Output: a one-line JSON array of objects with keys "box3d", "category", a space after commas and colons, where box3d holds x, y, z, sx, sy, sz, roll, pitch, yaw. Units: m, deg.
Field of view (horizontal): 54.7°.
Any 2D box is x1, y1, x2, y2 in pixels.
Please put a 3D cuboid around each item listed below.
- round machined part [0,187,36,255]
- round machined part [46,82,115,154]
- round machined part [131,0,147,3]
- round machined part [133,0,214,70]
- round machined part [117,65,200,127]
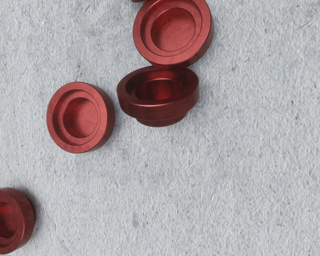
[{"box3d": [-0.235, 0.141, 0.483, 0.098, 0.042, 0.097, 0, 90, 20], "category": "round machined part"}, {"box3d": [-0.107, -0.014, 0.438, 0.098, 0.042, 0.097, 0, 90, 20], "category": "round machined part"}, {"box3d": [-0.016, -0.194, 0.387, 0.098, 0.042, 0.098, -20, 39, 17], "category": "round machined part"}, {"box3d": [0.019, -0.119, 0.389, 0.098, 0.042, 0.097, -3, 81, 18], "category": "round machined part"}, {"box3d": [-0.001, -0.037, 0.381, 0.098, 0.098, 0.042, 8, 130, 20], "category": "round machined part"}]
